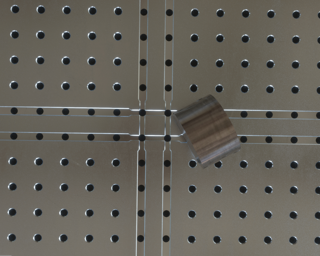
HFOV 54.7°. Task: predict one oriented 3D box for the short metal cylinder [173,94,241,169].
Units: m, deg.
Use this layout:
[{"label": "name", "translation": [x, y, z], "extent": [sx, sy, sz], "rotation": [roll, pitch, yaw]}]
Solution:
[{"label": "short metal cylinder", "translation": [0.057, 0.005, 0.387], "extent": [0.050, 0.080, 0.080], "rotation": [-28, 90, 0]}]
